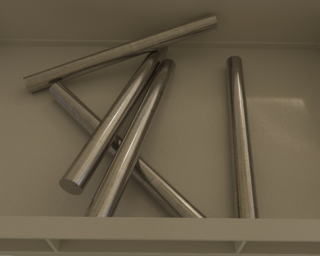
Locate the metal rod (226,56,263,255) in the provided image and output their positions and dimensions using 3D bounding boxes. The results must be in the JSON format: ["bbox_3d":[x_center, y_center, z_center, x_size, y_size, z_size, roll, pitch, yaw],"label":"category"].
[{"bbox_3d":[0.103,0.009,0.398,0.025,0.025,0.300,5,50,3],"label":"metal rod"}]

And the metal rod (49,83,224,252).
[{"bbox_3d":[-0.047,0.030,0.379,0.025,0.025,0.300,-36,59,-26],"label":"metal rod"}]

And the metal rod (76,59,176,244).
[{"bbox_3d":[-0.024,-0.002,0.379,0.025,0.025,0.301,12,43,9],"label":"metal rod"}]

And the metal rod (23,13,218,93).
[{"bbox_3d":[-0.055,-0.116,0.472,0.302,0.025,0.025,-21,53,-6],"label":"metal rod"}]

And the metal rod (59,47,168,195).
[{"bbox_3d":[-0.043,-0.038,0.412,0.025,0.025,0.301,14,44,11],"label":"metal rod"}]
